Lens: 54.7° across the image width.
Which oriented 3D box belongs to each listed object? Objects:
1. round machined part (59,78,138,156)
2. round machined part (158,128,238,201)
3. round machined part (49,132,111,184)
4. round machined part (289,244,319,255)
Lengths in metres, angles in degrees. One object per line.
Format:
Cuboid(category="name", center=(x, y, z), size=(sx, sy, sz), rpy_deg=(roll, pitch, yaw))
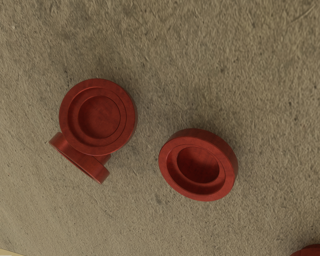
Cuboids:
Cuboid(category="round machined part", center=(-0.077, -0.014, 0.409), size=(0.099, 0.042, 0.097), rpy_deg=(0, 91, 5))
Cuboid(category="round machined part", center=(0.051, 0.042, 0.395), size=(0.098, 0.042, 0.097), rpy_deg=(13, 124, 21))
Cuboid(category="round machined part", center=(-0.112, 0.037, 0.459), size=(0.098, 0.042, 0.098), rpy_deg=(34, 162, 13))
Cuboid(category="round machined part", center=(0.214, 0.190, 0.400), size=(0.098, 0.042, 0.097), rpy_deg=(13, 124, 21))
